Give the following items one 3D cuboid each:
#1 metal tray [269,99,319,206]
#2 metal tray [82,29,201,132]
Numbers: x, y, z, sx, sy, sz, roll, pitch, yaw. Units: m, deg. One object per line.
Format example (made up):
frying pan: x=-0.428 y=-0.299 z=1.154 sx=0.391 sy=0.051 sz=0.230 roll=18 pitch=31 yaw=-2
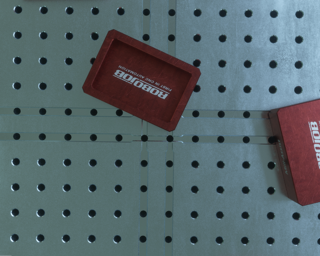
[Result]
metal tray: x=0.207 y=0.028 z=0.412 sx=0.090 sy=0.030 sz=0.129 roll=-13 pitch=90 yaw=0
metal tray: x=-0.023 y=-0.061 z=0.410 sx=0.130 sy=0.030 sz=0.090 roll=25 pitch=90 yaw=0
